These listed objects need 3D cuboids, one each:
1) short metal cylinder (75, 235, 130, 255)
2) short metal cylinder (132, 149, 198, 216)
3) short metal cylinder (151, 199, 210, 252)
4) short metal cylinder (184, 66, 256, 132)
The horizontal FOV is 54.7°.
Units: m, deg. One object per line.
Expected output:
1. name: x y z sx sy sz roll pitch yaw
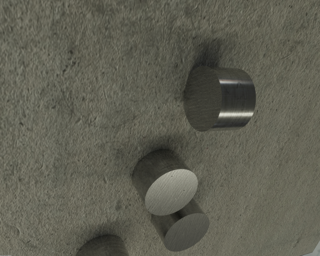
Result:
1. short metal cylinder: -0.085 0.212 0.475 0.081 0.050 0.079 -14 124 -21
2. short metal cylinder: 0.006 0.077 0.441 0.081 0.050 0.079 -14 124 -21
3. short metal cylinder: 0.032 0.152 0.502 0.081 0.050 0.079 -14 124 -21
4. short metal cylinder: 0.072 -0.036 0.388 0.050 0.080 0.079 -2 119 -28
